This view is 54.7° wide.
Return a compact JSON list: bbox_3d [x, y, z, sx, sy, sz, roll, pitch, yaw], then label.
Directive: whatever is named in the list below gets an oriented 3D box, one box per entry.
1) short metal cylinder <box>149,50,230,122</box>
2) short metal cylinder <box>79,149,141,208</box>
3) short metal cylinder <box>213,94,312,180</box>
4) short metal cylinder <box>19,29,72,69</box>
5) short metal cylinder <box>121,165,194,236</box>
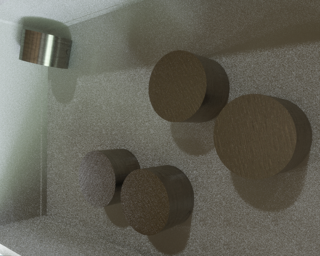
[{"bbox_3d":[0.033,-0.046,0.363,0.080,0.050,0.080,0,90,40],"label":"short metal cylinder"},{"bbox_3d":[-0.073,0.071,0.451,0.080,0.050,0.080,0,90,40],"label":"short metal cylinder"},{"bbox_3d":[0.101,0.008,0.307,0.080,0.050,0.080,0,90,40],"label":"short metal cylinder"},{"bbox_3d":[-0.196,-0.135,0.533,0.080,0.081,0.050,21,103,38],"label":"short metal cylinder"},{"bbox_3d":[-0.004,0.089,0.394,0.080,0.050,0.080,0,90,40],"label":"short metal cylinder"}]
